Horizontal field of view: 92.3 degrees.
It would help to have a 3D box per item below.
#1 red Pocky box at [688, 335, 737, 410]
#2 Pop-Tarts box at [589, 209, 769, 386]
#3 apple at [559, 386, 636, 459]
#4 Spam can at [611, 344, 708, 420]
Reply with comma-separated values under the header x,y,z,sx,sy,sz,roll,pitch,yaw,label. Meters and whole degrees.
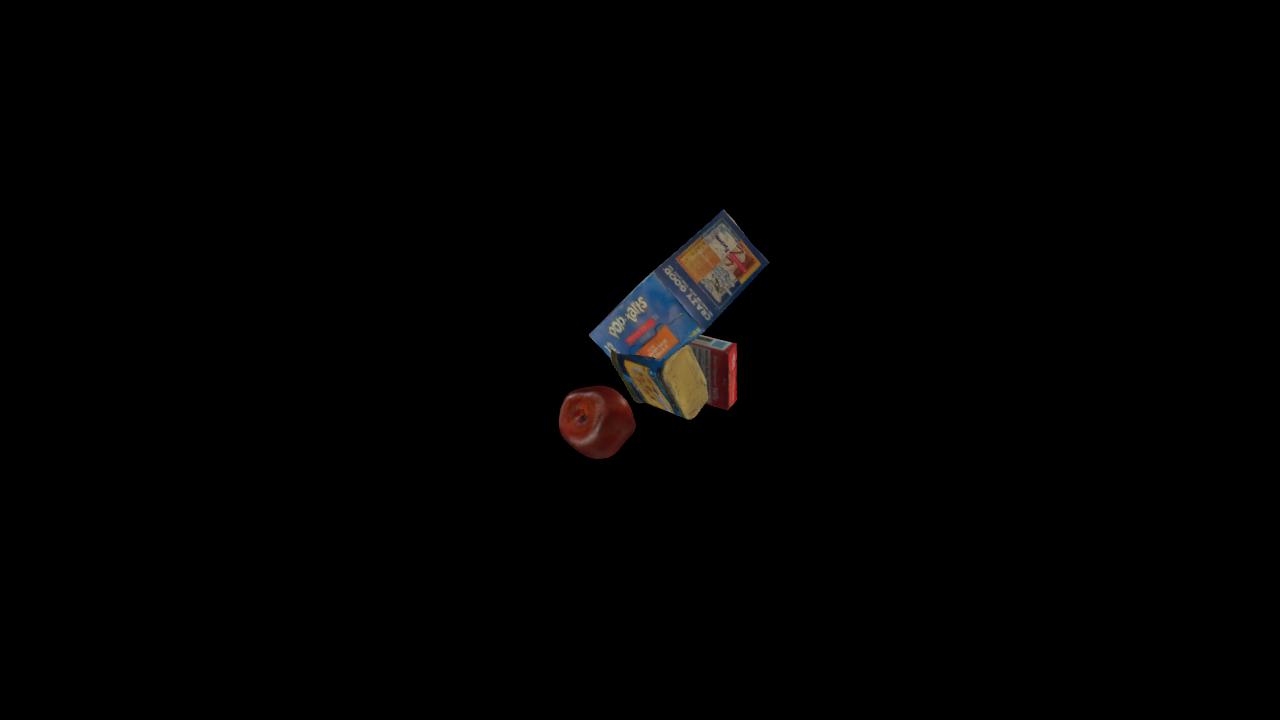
x,y,z,sx,sy,sz,roll,pitch,yaw,label
0.046,0.003,0.756,0.155,0.083,0.028,17,36,31,red Pocky box
0.041,-0.068,0.706,0.141,0.083,0.167,-45,4,-35,Pop-Tarts box
-0.045,0.067,0.666,0.079,0.079,0.093,0,-11,24,apple
0.026,0.017,0.728,0.085,0.058,0.101,19,-32,43,Spam can
